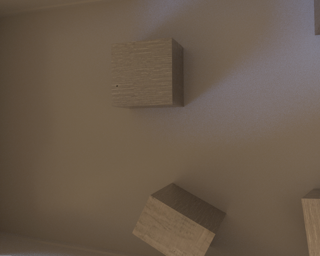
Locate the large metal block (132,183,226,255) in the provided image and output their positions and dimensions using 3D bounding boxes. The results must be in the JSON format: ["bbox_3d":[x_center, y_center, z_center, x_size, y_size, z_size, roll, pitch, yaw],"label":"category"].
[{"bbox_3d":[0.027,0.114,0.372,0.080,0.080,0.050,27,99,18],"label":"large metal block"}]

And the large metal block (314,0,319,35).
[{"bbox_3d":[0.204,-0.133,0.309,0.080,0.080,0.050,-1,90,20],"label":"large metal block"}]

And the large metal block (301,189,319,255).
[{"bbox_3d":[0.198,0.107,0.314,0.080,0.050,0.080,-9,87,39],"label":"large metal block"}]

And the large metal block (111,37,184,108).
[{"bbox_3d":[-0.015,-0.067,0.402,0.080,0.050,0.080,0,90,20],"label":"large metal block"}]
